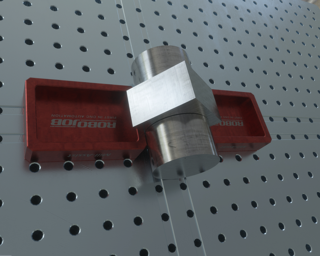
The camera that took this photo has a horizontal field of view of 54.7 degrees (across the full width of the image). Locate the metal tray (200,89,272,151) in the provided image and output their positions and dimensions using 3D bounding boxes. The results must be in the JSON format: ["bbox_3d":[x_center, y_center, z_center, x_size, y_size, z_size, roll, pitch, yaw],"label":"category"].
[{"bbox_3d":[0.096,-0.012,0.464,0.131,0.030,0.090,1,61,-28],"label":"metal tray"}]

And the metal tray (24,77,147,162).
[{"bbox_3d":[-0.087,-0.009,0.363,0.131,0.030,0.090,1,61,-28],"label":"metal tray"}]

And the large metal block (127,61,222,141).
[{"bbox_3d":[0.019,-0.026,0.380,0.080,0.080,0.050,30,41,-54],"label":"large metal block"}]

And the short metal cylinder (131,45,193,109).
[{"bbox_3d":[0.005,-0.064,0.414,0.081,0.080,0.050,1,61,-28],"label":"short metal cylinder"}]

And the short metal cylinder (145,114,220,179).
[{"bbox_3d":[0.026,0.024,0.371,0.081,0.080,0.050,2,61,-28],"label":"short metal cylinder"}]
